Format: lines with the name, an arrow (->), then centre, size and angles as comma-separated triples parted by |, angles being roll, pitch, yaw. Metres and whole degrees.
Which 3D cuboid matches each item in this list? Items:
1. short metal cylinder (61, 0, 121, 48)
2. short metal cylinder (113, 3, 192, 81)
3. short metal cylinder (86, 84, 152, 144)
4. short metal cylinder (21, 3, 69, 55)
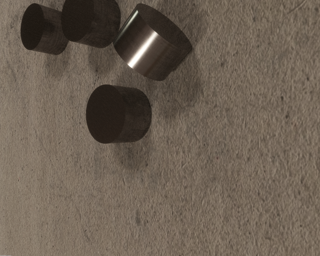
short metal cylinder -> -0.106, -0.167, 0.474 | 0.080, 0.050, 0.079 | 0, 90, 39
short metal cylinder -> -0.009, -0.103, 0.375 | 0.050, 0.081, 0.080 | -47, 62, 30
short metal cylinder -> -0.058, -0.019, 0.435 | 0.080, 0.050, 0.079 | 0, 90, 39
short metal cylinder -> -0.206, -0.175, 0.555 | 0.080, 0.050, 0.079 | 0, 90, 39
